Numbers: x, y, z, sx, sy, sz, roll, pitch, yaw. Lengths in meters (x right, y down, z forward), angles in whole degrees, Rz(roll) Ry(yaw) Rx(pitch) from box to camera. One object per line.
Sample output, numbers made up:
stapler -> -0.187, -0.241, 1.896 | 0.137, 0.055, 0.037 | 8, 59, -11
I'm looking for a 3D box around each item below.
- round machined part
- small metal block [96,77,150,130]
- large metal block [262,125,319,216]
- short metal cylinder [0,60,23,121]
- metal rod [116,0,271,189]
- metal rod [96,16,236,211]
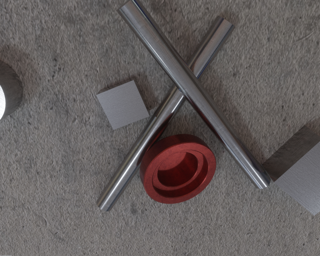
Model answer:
round machined part -> 0.020, 0.049, 0.408 | 0.099, 0.042, 0.097 | -10, 122, -16
small metal block -> -0.046, -0.032, 0.397 | 0.050, 0.025, 0.050 | -21, 109, 7
large metal block -> 0.203, 0.057, 0.420 | 0.080, 0.050, 0.080 | 39, 105, -13
short metal cylinder -> -0.218, -0.043, 0.377 | 0.081, 0.050, 0.079 | 0, 110, -1
metal rod -> 0.056, -0.026, 0.378 | 0.025, 0.025, 0.300 | -36, 115, 12
metal rod -> -0.001, -0.007, 0.407 | 0.025, 0.025, 0.299 | 31, 107, -11
